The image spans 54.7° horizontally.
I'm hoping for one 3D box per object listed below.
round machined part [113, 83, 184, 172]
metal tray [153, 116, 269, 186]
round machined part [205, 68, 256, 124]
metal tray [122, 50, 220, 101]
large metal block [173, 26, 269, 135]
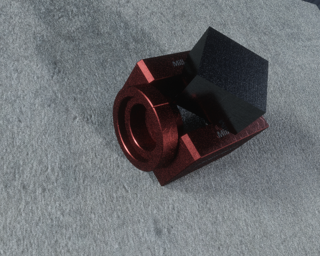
[{"bbox_3d":[-0.011,-0.003,0.355,0.042,0.097,0.098,-17,71,-35],"label":"round machined part"},{"bbox_3d":[0.062,0.022,0.383,0.131,0.090,0.030,-19,72,-36],"label":"metal tray"},{"bbox_3d":[0.091,-0.038,0.432,0.042,0.097,0.098,-17,71,-35],"label":"round machined part"},{"bbox_3d":[0.014,-0.060,0.411,0.131,0.090,0.030,-20,73,-36],"label":"metal tray"},{"bbox_3d":[0.069,-0.052,0.341,0.080,0.050,0.080,26,52,-12],"label":"large metal block"}]
